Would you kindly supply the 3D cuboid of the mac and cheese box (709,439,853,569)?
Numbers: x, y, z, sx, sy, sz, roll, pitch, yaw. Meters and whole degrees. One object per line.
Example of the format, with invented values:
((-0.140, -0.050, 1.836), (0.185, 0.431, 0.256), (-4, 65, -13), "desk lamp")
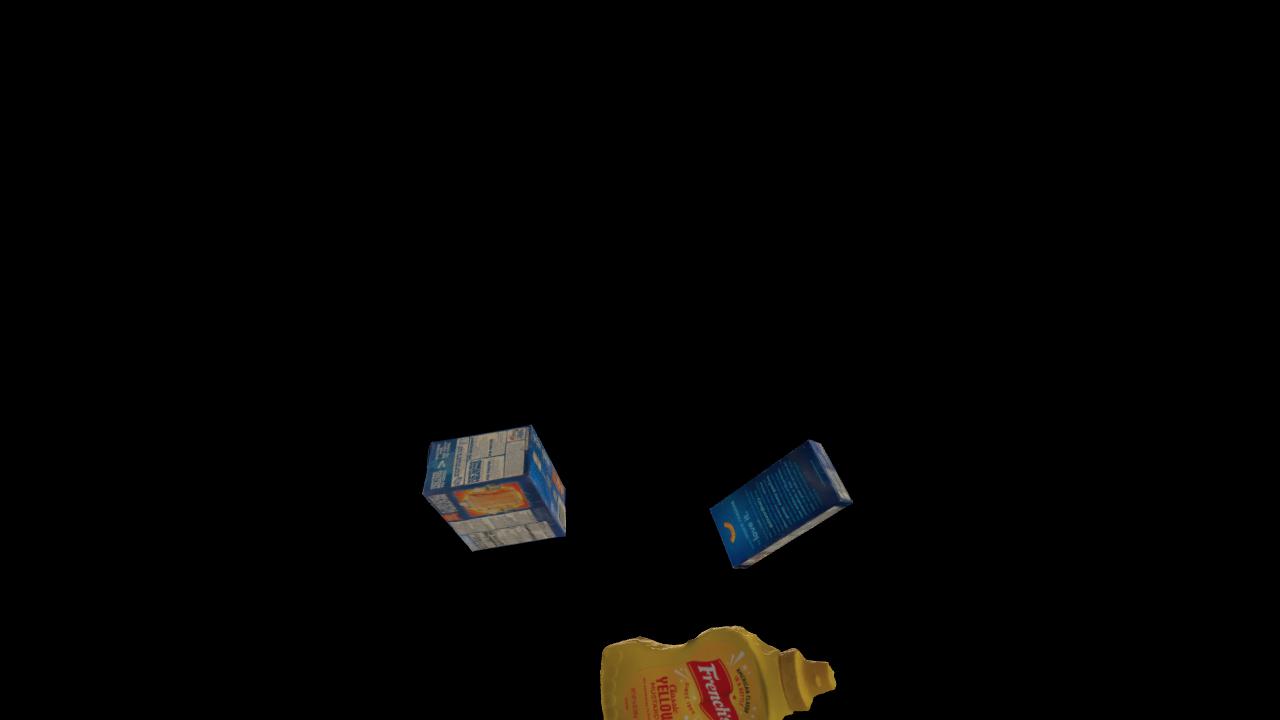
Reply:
((0.185, 0.197, 0.829), (0.041, 0.093, 0.184), (19, -51, -44), "mac and cheese box")

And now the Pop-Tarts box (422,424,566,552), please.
((-0.190, 0.178, 0.837), (0.141, 0.083, 0.167), (-11, -44, 4), "Pop-Tarts box")

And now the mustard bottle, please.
((0.062, 0.260, 0.487), (0.184, 0.092, 0.054), (-17, -28, 18), "mustard bottle")
